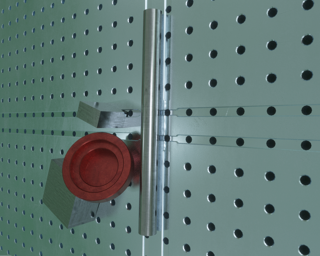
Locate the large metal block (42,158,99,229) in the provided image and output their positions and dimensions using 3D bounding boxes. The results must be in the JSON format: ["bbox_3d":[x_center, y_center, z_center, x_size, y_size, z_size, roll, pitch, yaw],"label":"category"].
[{"bbox_3d":[-0.142,0.102,0.506,0.080,0.050,0.079,29,110,36],"label":"large metal block"}]

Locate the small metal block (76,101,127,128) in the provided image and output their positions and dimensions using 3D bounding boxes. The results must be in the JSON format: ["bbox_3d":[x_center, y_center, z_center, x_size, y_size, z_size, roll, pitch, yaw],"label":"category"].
[{"bbox_3d":[-0.087,-0.020,0.462,0.050,0.050,0.025,25,106,37],"label":"small metal block"}]

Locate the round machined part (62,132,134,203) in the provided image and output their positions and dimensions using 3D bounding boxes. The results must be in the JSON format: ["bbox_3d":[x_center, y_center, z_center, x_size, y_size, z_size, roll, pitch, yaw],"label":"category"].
[{"bbox_3d":[-0.085,0.059,0.445,0.099,0.042,0.098,-3,68,6],"label":"round machined part"}]

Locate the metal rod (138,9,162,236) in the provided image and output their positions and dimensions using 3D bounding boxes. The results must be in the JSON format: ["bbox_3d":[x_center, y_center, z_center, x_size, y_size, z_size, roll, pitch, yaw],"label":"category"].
[{"bbox_3d":[-0.013,-0.007,0.418,0.025,0.025,0.298,2,91,39],"label":"metal rod"}]
